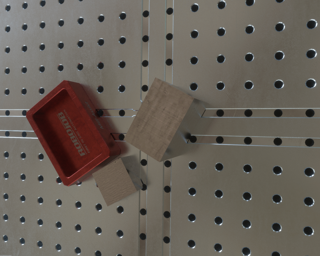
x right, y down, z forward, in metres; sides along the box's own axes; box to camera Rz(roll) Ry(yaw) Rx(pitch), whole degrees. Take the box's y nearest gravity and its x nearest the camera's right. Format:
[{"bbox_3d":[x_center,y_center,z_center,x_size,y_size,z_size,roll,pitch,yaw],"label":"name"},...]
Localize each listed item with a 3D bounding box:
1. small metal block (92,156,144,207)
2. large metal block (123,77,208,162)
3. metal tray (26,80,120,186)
[{"bbox_3d":[-0.058,0.074,0.432,0.050,0.025,0.050,-31,80,17],"label":"small metal block"},{"bbox_3d":[0.011,-0.009,0.379,0.050,0.080,0.080,31,100,17],"label":"large metal block"},{"bbox_3d":[-0.129,0.007,0.453,0.090,0.030,0.130,-36,79,16],"label":"metal tray"}]
